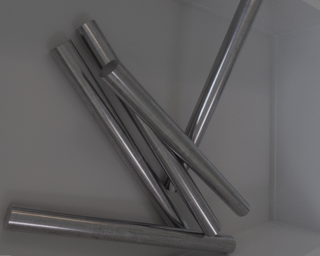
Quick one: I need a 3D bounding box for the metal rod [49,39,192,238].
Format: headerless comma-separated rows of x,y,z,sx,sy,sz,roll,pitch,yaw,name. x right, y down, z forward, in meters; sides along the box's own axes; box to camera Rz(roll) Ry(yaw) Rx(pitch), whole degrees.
-0.034,0.033,0.378,0.025,0.025,0.299,-45,117,-31,metal rod

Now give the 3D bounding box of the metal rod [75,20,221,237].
-0.006,0.012,0.375,0.025,0.025,0.299,-41,107,-32,metal rod

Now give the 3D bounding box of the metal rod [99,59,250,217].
0.037,0.032,0.378,0.300,0.025,0.025,46,63,-35,metal rod

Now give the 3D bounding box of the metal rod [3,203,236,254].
-0.021,0.125,0.368,0.302,0.025,0.025,20,78,-32,metal rod

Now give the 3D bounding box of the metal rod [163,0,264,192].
0.069,-0.053,0.385,0.025,0.025,0.298,10,108,-40,metal rod
